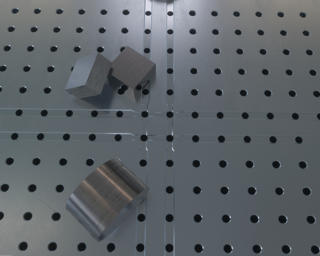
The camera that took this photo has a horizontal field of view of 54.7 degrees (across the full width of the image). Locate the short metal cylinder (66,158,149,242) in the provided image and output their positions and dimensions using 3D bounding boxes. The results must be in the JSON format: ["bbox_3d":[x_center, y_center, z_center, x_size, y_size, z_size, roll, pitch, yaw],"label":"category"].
[{"bbox_3d":[-0.058,0.081,0.352,0.050,0.080,0.080,41,75,13],"label":"short metal cylinder"}]

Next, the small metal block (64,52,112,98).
[{"bbox_3d":[-0.098,-0.070,0.422,0.050,0.025,0.050,-3,63,43],"label":"small metal block"}]

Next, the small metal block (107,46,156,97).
[{"bbox_3d":[-0.041,-0.080,0.441,0.050,0.025,0.050,35,74,11],"label":"small metal block"}]
